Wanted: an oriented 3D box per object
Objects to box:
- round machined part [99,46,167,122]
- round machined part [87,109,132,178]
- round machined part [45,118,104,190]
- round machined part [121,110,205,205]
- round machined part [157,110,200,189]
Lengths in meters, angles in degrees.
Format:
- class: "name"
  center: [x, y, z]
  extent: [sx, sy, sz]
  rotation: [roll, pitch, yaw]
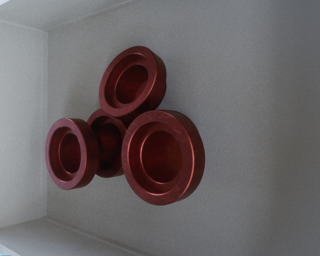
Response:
- class: "round machined part"
  center: [-0.031, -0.054, 0.407]
  extent: [0.098, 0.042, 0.098]
  rotation: [-15, 63, 33]
- class: "round machined part"
  center: [-0.065, 0.021, 0.448]
  extent: [0.098, 0.042, 0.097]
  rotation: [0, 90, 40]
- class: "round machined part"
  center: [-0.117, 0.035, 0.436]
  extent: [0.098, 0.042, 0.097]
  rotation: [0, 90, 40]
- class: "round machined part"
  center: [0.007, 0.030, 0.334]
  extent: [0.098, 0.042, 0.097]
  rotation: [0, 90, 40]
- class: "round machined part"
  center: [0.012, 0.027, 0.385]
  extent: [0.098, 0.042, 0.097]
  rotation: [0, 90, 40]
